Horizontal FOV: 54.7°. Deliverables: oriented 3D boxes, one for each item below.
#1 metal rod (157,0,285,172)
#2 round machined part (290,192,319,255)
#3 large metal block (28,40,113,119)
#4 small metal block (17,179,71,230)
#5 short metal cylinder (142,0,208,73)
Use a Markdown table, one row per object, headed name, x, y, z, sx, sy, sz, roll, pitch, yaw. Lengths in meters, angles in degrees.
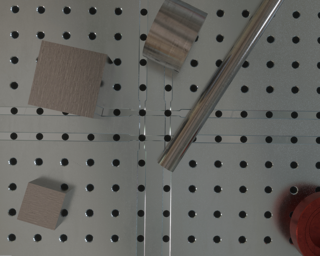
| name | x | y | z | sx | sy | sz | roll | pitch | yaw |
| --- | --- | --- | --- | --- | --- | --- | --- | --- | --- |
| metal rod | 0.088 | -0.073 | 0.414 | 0.025 | 0.025 | 0.299 | 33 | 90 | -1 |
| round machined part | 0.220 | 0.131 | 0.408 | 0.099 | 0.042 | 0.097 | 0 | 90 | -1 |
| large metal block | -0.112 | -0.059 | 0.399 | 0.080 | 0.050 | 0.080 | 12 | 90 | -1 |
| small metal block | -0.153 | 0.101 | 0.411 | 0.050 | 0.025 | 0.050 | 17 | 90 | -1 |
| short metal cylinder | 0.019 | -0.116 | 0.386 | 0.050 | 0.080 | 0.080 | 26 | 90 | -1 |
